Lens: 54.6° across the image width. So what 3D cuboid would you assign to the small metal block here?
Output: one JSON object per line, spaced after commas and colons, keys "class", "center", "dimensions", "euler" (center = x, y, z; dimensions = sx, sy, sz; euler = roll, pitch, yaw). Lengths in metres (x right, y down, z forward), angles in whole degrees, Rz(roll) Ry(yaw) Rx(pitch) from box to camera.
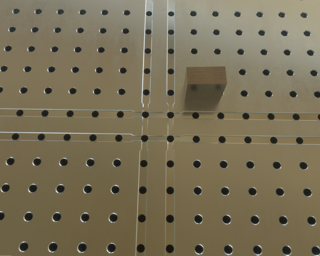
{"class": "small metal block", "center": [0.060, -0.059, 0.421], "dimensions": [0.050, 0.050, 0.025], "euler": [-1, 70, 0]}
